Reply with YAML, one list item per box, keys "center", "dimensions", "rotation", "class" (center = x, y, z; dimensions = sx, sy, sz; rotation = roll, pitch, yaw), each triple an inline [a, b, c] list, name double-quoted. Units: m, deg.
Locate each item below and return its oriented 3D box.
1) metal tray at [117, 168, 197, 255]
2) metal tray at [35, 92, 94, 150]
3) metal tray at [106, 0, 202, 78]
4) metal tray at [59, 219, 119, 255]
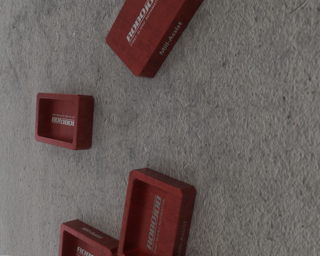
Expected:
- center: [-0.007, 0.127, 0.407]
  dimensions: [0.090, 0.030, 0.129]
  rotation: [15, 100, 39]
  class: "metal tray"
- center: [-0.170, -0.015, 0.542]
  dimensions: [0.130, 0.030, 0.089]
  rotation: [7, 95, 39]
  class: "metal tray"
- center: [-0.012, -0.143, 0.412]
  dimensions: [0.090, 0.030, 0.129]
  rotation: [50, 119, 28]
  class: "metal tray"
- center: [-0.112, 0.210, 0.494]
  dimensions: [0.130, 0.030, 0.089]
  rotation: [9, 96, 39]
  class: "metal tray"
